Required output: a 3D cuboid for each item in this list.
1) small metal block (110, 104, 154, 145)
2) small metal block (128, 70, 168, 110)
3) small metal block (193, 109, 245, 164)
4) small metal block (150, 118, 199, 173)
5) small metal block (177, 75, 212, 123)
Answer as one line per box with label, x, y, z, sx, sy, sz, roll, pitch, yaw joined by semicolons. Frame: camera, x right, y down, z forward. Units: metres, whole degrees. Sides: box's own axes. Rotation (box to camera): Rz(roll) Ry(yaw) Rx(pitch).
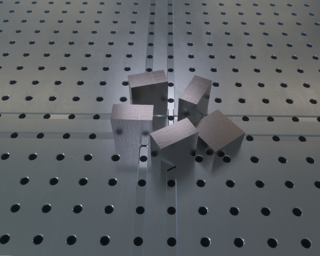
small metal block;-0.033;-0.004;0.395;0.050;0.050;0.025;2;50;1
small metal block;-0.016;-0.051;0.434;0.050;0.050;0.025;-11;51;-9
small metal block;0.072;0.010;0.400;0.050;0.025;0.050;-29;56;-22
small metal block;0.017;0.021;0.374;0.050;0.050;0.025;-23;54;-18
small metal block;0.047;-0.035;0.421;0.025;0.050;0.050;22;54;18
